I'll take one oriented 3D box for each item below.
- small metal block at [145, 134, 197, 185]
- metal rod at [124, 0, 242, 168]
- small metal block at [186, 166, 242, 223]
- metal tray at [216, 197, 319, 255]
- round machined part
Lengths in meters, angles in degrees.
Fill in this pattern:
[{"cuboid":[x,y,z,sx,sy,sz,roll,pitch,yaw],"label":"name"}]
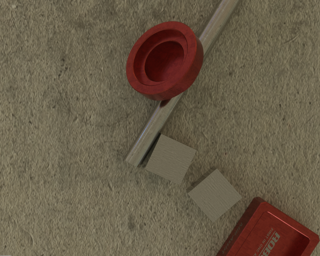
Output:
[{"cuboid":[0.014,0.040,0.410,0.050,0.025,0.050,25,90,-1],"label":"small metal block"},{"cuboid":[0.041,-0.082,0.410,0.025,0.025,0.299,31,90,-1],"label":"metal rod"},{"cuboid":[0.071,0.087,0.411,0.050,0.025,0.050,-41,91,0],"label":"small metal block"},{"cuboid":[0.134,0.170,0.409,0.090,0.030,0.130,33,90,-1],"label":"metal tray"},{"cuboid":[0.009,-0.079,0.386,0.098,0.042,0.098,-12,66,29],"label":"round machined part"}]
